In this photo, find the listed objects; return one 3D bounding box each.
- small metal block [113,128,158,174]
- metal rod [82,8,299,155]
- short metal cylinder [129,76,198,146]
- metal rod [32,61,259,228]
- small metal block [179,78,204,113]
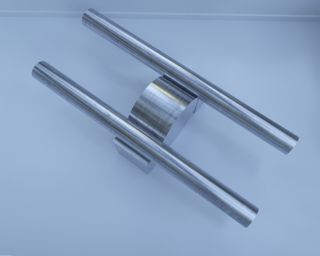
[{"bbox_3d":[-0.028,0.028,0.384,0.050,0.050,0.025,35,74,11],"label":"small metal block"},{"bbox_3d":[0.028,-0.063,0.378,0.300,0.025,0.025,34,73,11],"label":"metal rod"},{"bbox_3d":[0.004,-0.017,0.385,0.050,0.080,0.080,35,74,11],"label":"short metal cylinder"},{"bbox_3d":[-0.026,0.011,0.352,0.300,0.025,0.025,34,73,11],"label":"metal rod"},{"bbox_3d":[0.035,-0.052,0.414,0.050,0.050,0.025,35,74,11],"label":"small metal block"}]
